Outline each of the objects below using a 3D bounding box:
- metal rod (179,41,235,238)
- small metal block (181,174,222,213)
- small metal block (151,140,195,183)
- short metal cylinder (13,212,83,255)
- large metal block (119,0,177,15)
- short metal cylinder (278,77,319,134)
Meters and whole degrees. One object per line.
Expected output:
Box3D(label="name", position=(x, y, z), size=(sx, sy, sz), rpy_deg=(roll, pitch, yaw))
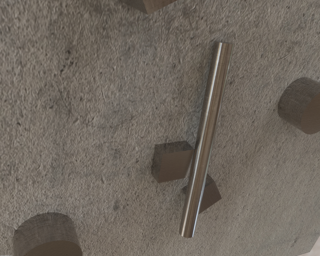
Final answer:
Box3D(label="metal rod", position=(0.062, 0.030, 0.441), size=(0.025, 0.025, 0.298), rpy_deg=(-4, 114, -27))
Box3D(label="small metal block", position=(0.070, 0.109, 0.515), size=(0.050, 0.025, 0.050), rpy_deg=(-33, 129, -7))
Box3D(label="small metal block", position=(0.018, 0.048, 0.448), size=(0.050, 0.025, 0.050), rpy_deg=(-6, 121, -26))
Box3D(label="short metal cylinder", position=(-0.149, 0.159, 0.409), size=(0.081, 0.050, 0.079), rpy_deg=(-14, 125, -21))
Box3D(label="large metal block", position=(-0.018, -0.154, 0.267), size=(0.050, 0.080, 0.080), rpy_deg=(-30, 129, -10))
Box3D(label="short metal cylinder", position=(0.241, -0.036, 0.503), size=(0.081, 0.050, 0.079), rpy_deg=(-14, 125, -21))
